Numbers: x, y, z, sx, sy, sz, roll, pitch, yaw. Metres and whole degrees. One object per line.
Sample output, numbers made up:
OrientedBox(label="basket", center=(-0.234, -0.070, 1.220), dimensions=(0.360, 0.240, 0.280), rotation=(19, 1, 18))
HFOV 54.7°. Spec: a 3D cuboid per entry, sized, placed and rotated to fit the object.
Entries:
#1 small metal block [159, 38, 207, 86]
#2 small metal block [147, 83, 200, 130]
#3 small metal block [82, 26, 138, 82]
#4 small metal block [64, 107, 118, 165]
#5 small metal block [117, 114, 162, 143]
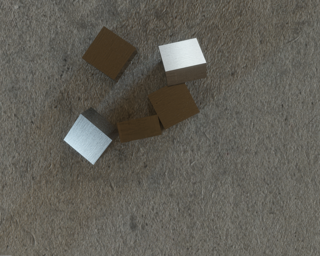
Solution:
OrientedBox(label="small metal block", center=(0.029, -0.085, 0.397), dimensions=(0.050, 0.025, 0.050), rotation=(-12, 53, 0))
OrientedBox(label="small metal block", center=(0.018, -0.031, 0.410), dimensions=(0.050, 0.025, 0.050), rotation=(-27, 90, 0))
OrientedBox(label="small metal block", center=(-0.066, -0.096, 0.409), dimensions=(0.050, 0.025, 0.050), rotation=(34, 90, 0))
OrientedBox(label="small metal block", center=(-0.087, 0.010, 0.398), dimensions=(0.050, 0.025, 0.050), rotation=(40, 120, 0))
OrientedBox(label="small metal block", center=(-0.025, 0.001, 0.397), dimensions=(0.050, 0.050, 0.025), rotation=(-12, 90, 0))
